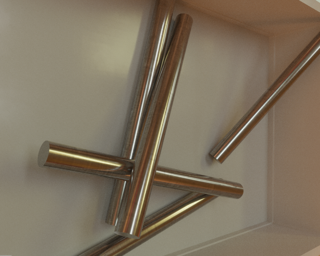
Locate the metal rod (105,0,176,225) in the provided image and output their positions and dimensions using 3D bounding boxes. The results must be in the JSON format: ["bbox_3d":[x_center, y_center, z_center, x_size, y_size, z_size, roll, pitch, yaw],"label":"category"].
[{"bbox_3d":[-0.021,-0.031,0.390,0.025,0.025,0.299,20,77,-39],"label":"metal rod"}]

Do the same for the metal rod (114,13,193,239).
[{"bbox_3d":[0.002,-0.025,0.366,0.025,0.025,0.300,37,54,-34],"label":"metal rod"}]

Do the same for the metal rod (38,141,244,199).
[{"bbox_3d":[0.005,0.060,0.378,0.302,0.025,0.025,18,79,-39],"label":"metal rod"}]

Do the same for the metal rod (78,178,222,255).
[{"bbox_3d":[-0.014,0.128,0.396,0.302,0.025,0.025,-18,102,-39],"label":"metal rod"}]

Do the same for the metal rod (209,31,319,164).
[{"bbox_3d":[0.188,-0.062,0.494,0.300,0.025,0.025,-47,121,-4],"label":"metal rod"}]
